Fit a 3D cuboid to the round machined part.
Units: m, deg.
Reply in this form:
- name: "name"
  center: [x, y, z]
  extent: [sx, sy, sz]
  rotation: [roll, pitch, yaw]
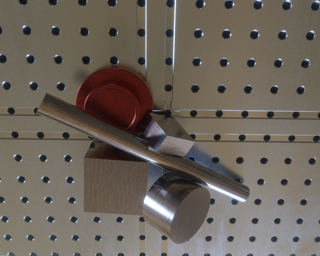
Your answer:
- name: "round machined part"
  center: [-0.058, -0.027, 0.394]
  extent: [0.099, 0.042, 0.097]
  rotation: [0, 110, -1]

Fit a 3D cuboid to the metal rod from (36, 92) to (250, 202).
- name: "metal rod"
  center: [-0.003, 0.034, 0.391]
  extent: [0.302, 0.025, 0.025]
  rotation: [26, 108, -23]

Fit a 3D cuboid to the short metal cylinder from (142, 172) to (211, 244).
- name: "short metal cylinder"
  center: [0.023, 0.106, 0.417]
  extent: [0.081, 0.050, 0.079]
  rotation: [-23, 124, -40]

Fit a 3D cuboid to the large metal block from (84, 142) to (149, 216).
- name: "large metal block"
  center: [-0.058, 0.068, 0.422]
  extent: [0.081, 0.050, 0.079]
  rotation: [4, 110, -2]

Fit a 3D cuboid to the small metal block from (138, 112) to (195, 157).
- name: "small metal block"
  center: [0.008, 0.008, 0.393]
  extent: [0.050, 0.050, 0.025]
  rotation: [14, 117, -42]
